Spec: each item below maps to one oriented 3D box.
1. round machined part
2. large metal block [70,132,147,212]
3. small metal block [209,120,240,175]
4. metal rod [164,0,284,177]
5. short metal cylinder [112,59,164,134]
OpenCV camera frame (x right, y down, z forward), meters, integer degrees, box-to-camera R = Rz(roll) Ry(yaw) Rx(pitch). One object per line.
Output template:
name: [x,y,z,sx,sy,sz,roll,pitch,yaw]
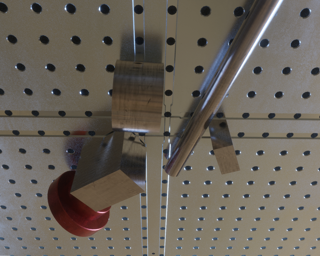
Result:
round machined part: [-0.109,0.103,0.451,0.042,0.098,0.098,-38,121,19]
large metal block: [-0.067,0.055,0.422,0.080,0.080,0.050,-27,125,21]
small metal block: [0.087,0.026,0.419,0.025,0.050,0.050,-16,129,12]
metal rod: [0.069,-0.043,0.375,0.025,0.025,0.298,15,129,-13]
short metal cylinder: [-0.024,-0.034,0.346,0.050,0.080,0.079,4,130,-4]
